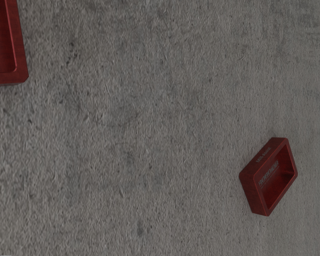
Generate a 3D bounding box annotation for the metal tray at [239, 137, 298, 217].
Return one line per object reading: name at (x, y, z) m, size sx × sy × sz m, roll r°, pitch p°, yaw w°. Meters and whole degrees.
metal tray at (0.204, 0.087, 0.572) m, size 0.131 × 0.030 × 0.090 m, roll -37°, pitch 113°, yaw -34°

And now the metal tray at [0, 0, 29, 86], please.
metal tray at (-0.170, -0.099, 0.258) m, size 0.091 × 0.030 × 0.129 m, roll -12°, pitch 98°, yaw -39°
